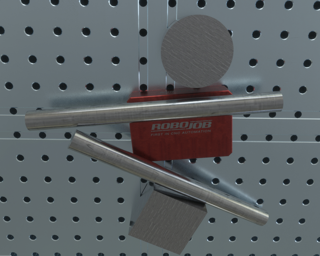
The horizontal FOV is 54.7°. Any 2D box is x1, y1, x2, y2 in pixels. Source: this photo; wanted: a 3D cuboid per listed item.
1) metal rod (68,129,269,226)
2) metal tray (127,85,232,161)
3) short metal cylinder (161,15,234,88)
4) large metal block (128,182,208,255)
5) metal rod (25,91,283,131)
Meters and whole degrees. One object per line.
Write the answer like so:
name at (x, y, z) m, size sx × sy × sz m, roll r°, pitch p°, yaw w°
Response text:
metal rod at (0.025, 0.074, 0.416) m, size 0.302 × 0.025 × 0.025 m, roll 25°, pitch 108°, yaw -19°
metal tray at (0.027, -0.005, 0.409) m, size 0.131 × 0.030 × 0.089 m, roll -4°, pitch 110°, yaw 1°
short metal cylinder at (0.041, -0.092, 0.366) m, size 0.081 × 0.050 × 0.079 m, roll 0°, pitch 110°, yaw 0°
large metal block at (0.010, 0.122, 0.445) m, size 0.080 × 0.050 × 0.080 m, roll 25°, pitch 108°, yaw -9°
metal rod at (-0.008, -0.020, 0.373) m, size 0.302 × 0.025 × 0.025 m, roll -4°, pitch 110°, yaw 1°
